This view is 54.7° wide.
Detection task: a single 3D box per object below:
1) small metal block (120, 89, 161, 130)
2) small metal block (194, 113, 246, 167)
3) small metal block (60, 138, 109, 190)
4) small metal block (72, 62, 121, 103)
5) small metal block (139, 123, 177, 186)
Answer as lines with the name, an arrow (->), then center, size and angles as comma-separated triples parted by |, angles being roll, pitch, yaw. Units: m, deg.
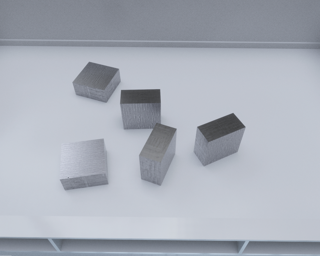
small metal block -> -0.024, -0.024, 0.409 | 0.050, 0.050, 0.025 | -1, 50, -1
small metal block -> 0.071, 0.015, 0.377 | 0.050, 0.050, 0.025 | -21, 53, -16
small metal block -> -0.089, 0.043, 0.369 | 0.050, 0.025, 0.050 | -7, 50, -6
small metal block -> -0.093, -0.069, 0.462 | 0.050, 0.025, 0.050 | 15, 52, 12
small metal block -> -0.002, 0.031, 0.363 | 0.025, 0.050, 0.050 | 17, 52, 14
